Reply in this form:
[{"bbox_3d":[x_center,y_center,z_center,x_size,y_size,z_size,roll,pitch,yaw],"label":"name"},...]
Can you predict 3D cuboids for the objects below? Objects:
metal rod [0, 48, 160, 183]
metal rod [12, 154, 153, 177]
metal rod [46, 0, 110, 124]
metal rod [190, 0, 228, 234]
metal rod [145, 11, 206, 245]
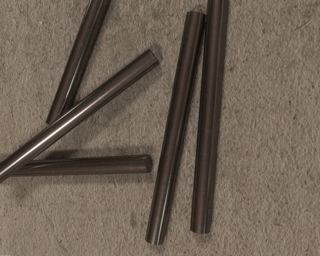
[{"bbox_3d":[-0.128,-0.010,0.437,0.300,0.025,0.025,-35,79,10],"label":"metal rod"},{"bbox_3d":[-0.156,0.059,0.462,0.301,0.025,0.025,-4,89,19],"label":"metal rod"},{"bbox_3d":[-0.102,-0.142,0.443,0.025,0.025,0.298,25,98,18],"label":"metal rod"},{"bbox_3d":[0.061,-0.020,0.386,0.025,0.025,0.298,5,92,19],"label":"metal rod"},{"bbox_3d":[0.019,0.003,0.401,0.025,0.025,0.298,12,94,19],"label":"metal rod"}]
